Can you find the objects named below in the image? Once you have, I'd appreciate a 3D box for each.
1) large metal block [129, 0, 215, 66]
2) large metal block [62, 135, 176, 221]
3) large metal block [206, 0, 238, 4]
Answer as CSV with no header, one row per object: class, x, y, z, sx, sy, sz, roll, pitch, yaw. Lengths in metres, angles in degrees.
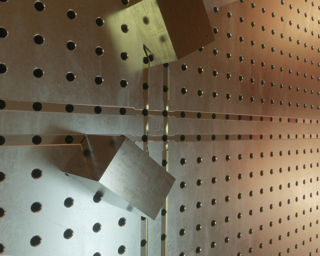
large metal block,0.019,-0.137,0.410,0.081,0.050,0.080,-35,112,-35
large metal block,-0.045,0.052,0.338,0.080,0.080,0.050,44,63,-31
large metal block,0.093,-0.242,0.473,0.081,0.050,0.079,-9,96,-40
